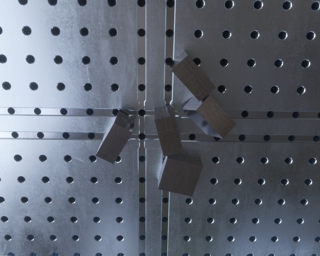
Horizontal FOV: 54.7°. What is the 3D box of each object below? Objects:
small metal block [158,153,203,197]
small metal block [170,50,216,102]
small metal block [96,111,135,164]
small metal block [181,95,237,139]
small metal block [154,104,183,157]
[{"bbox_3d":[0.028,0.064,0.438,0.050,0.025,0.050,14,109,-6],"label":"small metal block"},{"bbox_3d":[0.039,-0.065,0.377,0.025,0.050,0.050,-41,106,13],"label":"small metal block"},{"bbox_3d":[-0.057,0.011,0.403,0.025,0.050,0.050,29,107,-10],"label":"small metal block"},{"bbox_3d":[0.061,-0.015,0.392,0.050,0.050,0.025,44,83,-15],"label":"small metal block"},{"bbox_3d":[0.011,0.002,0.401,0.025,0.050,0.050,-13,110,4],"label":"small metal block"}]
